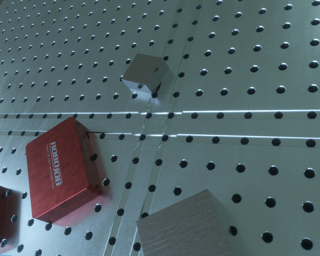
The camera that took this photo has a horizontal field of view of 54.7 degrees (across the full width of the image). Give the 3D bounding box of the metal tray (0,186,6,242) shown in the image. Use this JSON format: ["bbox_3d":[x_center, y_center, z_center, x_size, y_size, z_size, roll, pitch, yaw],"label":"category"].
[{"bbox_3d":[-0.298,0.147,0.468,0.130,0.030,0.090,-25,53,12],"label":"metal tray"}]

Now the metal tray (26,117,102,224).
[{"bbox_3d":[-0.142,0.056,0.443,0.090,0.030,0.130,-31,52,7],"label":"metal tray"}]

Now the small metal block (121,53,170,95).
[{"bbox_3d":[-0.022,-0.082,0.469,0.050,0.025,0.050,19,71,35],"label":"small metal block"}]

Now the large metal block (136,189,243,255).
[{"bbox_3d":[0.032,0.118,0.302,0.080,0.050,0.080,-27,53,10],"label":"large metal block"}]
